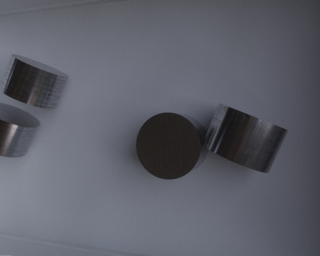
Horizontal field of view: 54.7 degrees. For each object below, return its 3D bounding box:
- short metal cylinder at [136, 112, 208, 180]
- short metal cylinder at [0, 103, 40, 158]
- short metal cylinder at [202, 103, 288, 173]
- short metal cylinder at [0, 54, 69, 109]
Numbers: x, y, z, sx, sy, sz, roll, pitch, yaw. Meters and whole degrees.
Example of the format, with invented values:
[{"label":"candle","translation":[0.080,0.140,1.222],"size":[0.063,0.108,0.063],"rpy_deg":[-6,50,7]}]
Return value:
[{"label":"short metal cylinder","translation":[0.017,0.021,0.391],"size":[0.080,0.050,0.079],"rpy_deg":[0,90,19]},{"label":"short metal cylinder","translation":[-0.228,0.002,0.460],"size":[0.080,0.080,0.050],"rpy_deg":[30,100,17]},{"label":"short metal cylinder","translation":[0.094,0.010,0.348],"size":[0.080,0.080,0.050],"rpy_deg":[24,98,18]},{"label":"short metal cylinder","translation":[-0.179,-0.066,0.442],"size":[0.080,0.080,0.050],"rpy_deg":[27,99,17]}]
